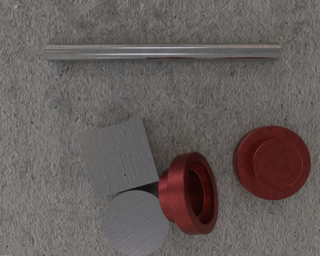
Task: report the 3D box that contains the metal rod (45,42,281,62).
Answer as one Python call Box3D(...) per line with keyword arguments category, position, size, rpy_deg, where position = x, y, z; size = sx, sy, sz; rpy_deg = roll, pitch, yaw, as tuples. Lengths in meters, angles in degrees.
Box3D(category="metal rod", position=(0.004, -0.100, 0.409), size=(0.302, 0.025, 0.025), rpy_deg=(0, 90, 0))

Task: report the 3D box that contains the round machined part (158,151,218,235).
Box3D(category="round machined part", position=(0.033, 0.080, 0.381), size=(0.042, 0.099, 0.097), rpy_deg=(-14, 90, 29))

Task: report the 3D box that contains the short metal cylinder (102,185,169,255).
Box3D(category="short metal cylinder", position=(-0.029, 0.114, 0.397), size=(0.081, 0.050, 0.080), rpy_deg=(0, 90, 0))

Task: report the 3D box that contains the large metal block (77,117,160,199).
Box3D(category="large metal block", position=(-0.050, 0.036, 0.397), size=(0.080, 0.050, 0.080), rpy_deg=(-16, 90, 0))

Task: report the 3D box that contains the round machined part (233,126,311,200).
Box3D(category="round machined part", position=(0.148, 0.046, 0.403), size=(0.099, 0.042, 0.097), rpy_deg=(0, 90, 0))
